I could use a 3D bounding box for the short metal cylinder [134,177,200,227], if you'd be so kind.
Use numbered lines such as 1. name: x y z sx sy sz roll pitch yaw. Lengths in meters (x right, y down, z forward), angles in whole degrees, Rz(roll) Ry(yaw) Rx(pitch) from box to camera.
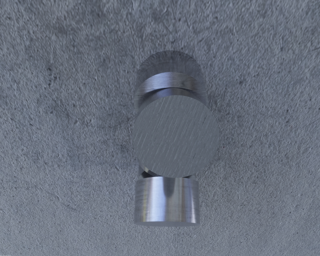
1. short metal cylinder: 0.009 0.094 0.385 0.080 0.050 0.080 1 158 1

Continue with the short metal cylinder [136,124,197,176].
1. short metal cylinder: 0.011 0.017 0.388 0.081 0.080 0.050 1 130 -1

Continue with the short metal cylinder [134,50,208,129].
1. short metal cylinder: 0.012 -0.042 0.357 0.081 0.050 0.079 0 130 0

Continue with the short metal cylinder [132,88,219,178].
1. short metal cylinder: 0.014 0.003 0.310 0.081 0.050 0.079 0 105 -1

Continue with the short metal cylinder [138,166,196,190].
1. short metal cylinder: 0.010 0.061 0.444 0.081 0.050 0.079 0 130 0
